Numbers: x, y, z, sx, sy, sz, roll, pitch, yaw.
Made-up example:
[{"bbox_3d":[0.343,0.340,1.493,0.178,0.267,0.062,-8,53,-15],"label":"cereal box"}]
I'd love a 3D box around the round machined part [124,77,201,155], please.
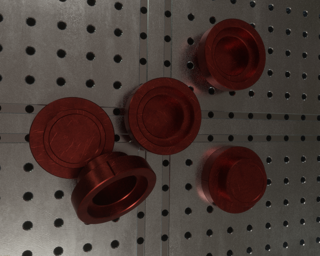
[{"bbox_3d":[0.001,-0.015,0.405,0.099,0.042,0.097,0,90,-21],"label":"round machined part"}]

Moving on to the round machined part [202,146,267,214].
[{"bbox_3d":[0.114,0.075,0.447,0.099,0.042,0.097,0,90,-21],"label":"round machined part"}]

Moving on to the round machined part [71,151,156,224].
[{"bbox_3d":[-0.057,0.066,0.365,0.099,0.097,0.042,-24,55,-19],"label":"round machined part"}]

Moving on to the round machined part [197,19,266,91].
[{"bbox_3d":[0.097,-0.100,0.441,0.099,0.042,0.097,0,90,-21],"label":"round machined part"}]

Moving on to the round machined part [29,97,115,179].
[{"bbox_3d":[-0.102,0.012,0.366,0.099,0.042,0.097,0,90,-21],"label":"round machined part"}]
